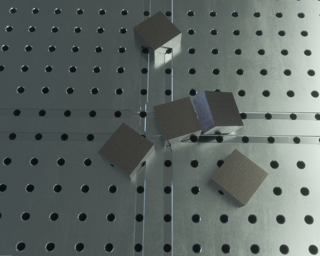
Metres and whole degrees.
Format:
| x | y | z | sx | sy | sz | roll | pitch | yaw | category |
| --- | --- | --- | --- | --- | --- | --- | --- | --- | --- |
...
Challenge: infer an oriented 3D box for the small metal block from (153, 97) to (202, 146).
| x | y | z | sx | sy | sz | roll | pitch | yaw | category |
| --- | --- | --- | --- | --- | --- | --- | --- | --- | --- |
| 0.023 | -0.009 | 0.415 | 0.050 | 0.025 | 0.050 | -16 | 71 | -6 | small metal block |

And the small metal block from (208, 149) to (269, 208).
| x | y | z | sx | sy | sz | roll | pitch | yaw | category |
| --- | --- | --- | --- | --- | --- | --- | --- | --- | --- |
| 0.098 | 0.063 | 0.390 | 0.050 | 0.025 | 0.050 | 39 | 74 | 12 | small metal block |

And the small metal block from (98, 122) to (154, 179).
| x | y | z | sx | sy | sz | roll | pitch | yaw | category |
| --- | --- | --- | --- | --- | --- | --- | --- | --- | --- |
| -0.043 | 0.030 | 0.400 | 0.050 | 0.025 | 0.050 | 35 | 73 | 11 | small metal block |

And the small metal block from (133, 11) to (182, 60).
| x | y | z | sx | sy | sz | roll | pitch | yaw | category |
| --- | --- | --- | --- | --- | --- | --- | --- | --- | --- |
| -0.004 | -0.138 | 0.462 | 0.050 | 0.025 | 0.050 | -37 | 74 | -13 | small metal block |

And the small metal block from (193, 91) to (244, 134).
| x | y | z | sx | sy | sz | roll | pitch | yaw | category |
| --- | --- | --- | --- | --- | --- | --- | --- | --- | --- |
| 0.077 | -0.020 | 0.409 | 0.050 | 0.025 | 0.050 | -1 | 67 | -33 | small metal block |
